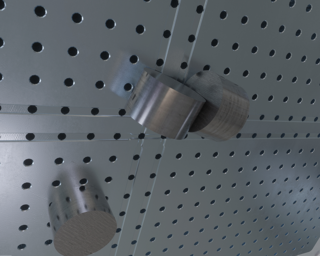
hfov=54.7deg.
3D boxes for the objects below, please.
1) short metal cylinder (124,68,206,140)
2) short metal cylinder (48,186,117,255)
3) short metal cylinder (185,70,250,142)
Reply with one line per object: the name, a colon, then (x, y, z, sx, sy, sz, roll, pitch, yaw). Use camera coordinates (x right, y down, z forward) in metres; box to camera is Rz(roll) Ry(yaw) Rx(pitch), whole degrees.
short metal cylinder: (0.006, -0.029, 0.361, 0.081, 0.080, 0.050, 17, 109, -35)
short metal cylinder: (-0.104, 0.125, 0.415, 0.081, 0.050, 0.079, -14, 124, -21)
short metal cylinder: (0.065, -0.027, 0.395, 0.050, 0.080, 0.080, 19, 108, -36)
